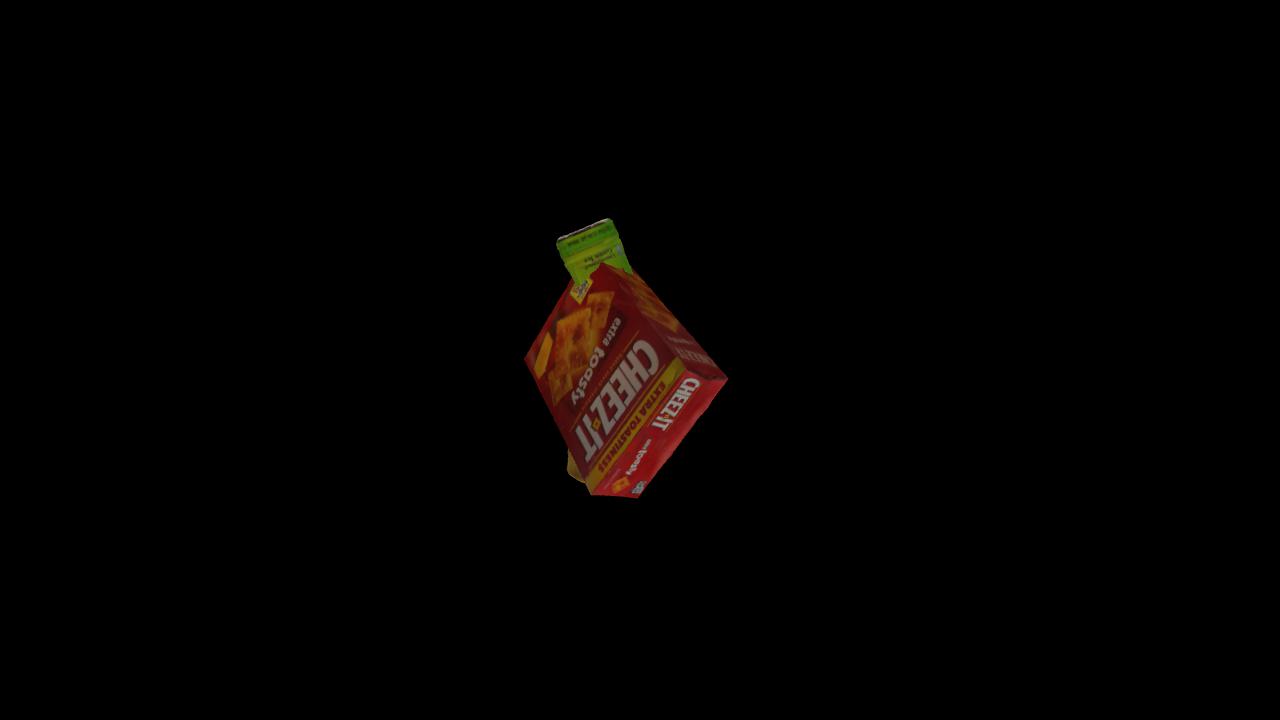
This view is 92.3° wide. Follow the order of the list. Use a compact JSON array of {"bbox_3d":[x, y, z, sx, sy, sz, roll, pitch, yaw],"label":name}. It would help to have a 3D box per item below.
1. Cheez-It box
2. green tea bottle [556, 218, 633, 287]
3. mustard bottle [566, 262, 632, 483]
[{"bbox_3d":[-0.029,0.010,0.654,0.071,0.166,0.223,14,29,-41],"label":"Cheez-It box"},{"bbox_3d":[-0.024,-0.051,0.704,0.073,0.212,0.073,-21,14,6],"label":"green tea bottle"},{"bbox_3d":[-0.030,0.039,0.672,0.092,0.184,0.054,-10,27,-43],"label":"mustard bottle"}]
